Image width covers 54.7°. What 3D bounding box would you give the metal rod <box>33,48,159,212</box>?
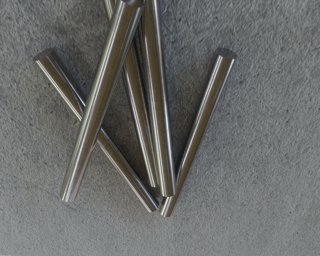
[{"bbox_3d":[-0.070,0.025,0.427,0.025,0.025,0.299,-18,128,14],"label":"metal rod"}]

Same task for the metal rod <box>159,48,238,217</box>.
[{"bbox_3d":[0.042,0.030,0.432,0.025,0.025,0.298,9,130,-8],"label":"metal rod"}]

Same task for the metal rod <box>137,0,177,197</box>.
[{"bbox_3d":[-0.002,-0.027,0.370,0.025,0.025,0.298,-4,126,3],"label":"metal rod"}]

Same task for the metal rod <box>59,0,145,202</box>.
[{"bbox_3d":[-0.080,-0.008,0.365,0.025,0.025,0.298,17,128,-14],"label":"metal rod"}]

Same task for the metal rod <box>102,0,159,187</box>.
[{"bbox_3d":[-0.026,-0.031,0.379,0.025,0.025,0.298,-6,130,5],"label":"metal rod"}]
